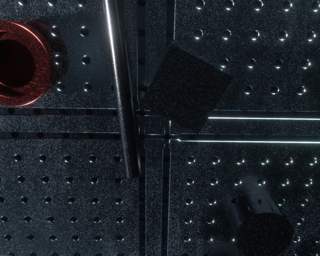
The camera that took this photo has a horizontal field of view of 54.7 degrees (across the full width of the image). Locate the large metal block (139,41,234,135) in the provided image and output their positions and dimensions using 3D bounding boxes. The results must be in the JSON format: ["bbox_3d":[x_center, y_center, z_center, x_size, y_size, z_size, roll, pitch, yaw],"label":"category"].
[{"bbox_3d":[0.030,-0.051,0.382,0.080,0.050,0.080,26,108,-10],"label":"large metal block"}]

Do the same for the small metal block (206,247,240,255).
[{"bbox_3d":[0.098,0.225,0.498,0.050,0.025,0.050,17,109,-7],"label":"small metal block"}]

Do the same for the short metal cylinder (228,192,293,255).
[{"bbox_3d":[0.145,0.143,0.455,0.081,0.050,0.079,0,110,-1],"label":"short metal cylinder"}]

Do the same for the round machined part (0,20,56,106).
[{"bbox_3d":[-0.174,-0.079,0.373,0.099,0.042,0.097,0,110,-1],"label":"round machined part"}]

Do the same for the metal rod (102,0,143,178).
[{"bbox_3d":[-0.048,-0.075,0.385,0.025,0.025,0.298,-5,110,1],"label":"metal rod"}]
